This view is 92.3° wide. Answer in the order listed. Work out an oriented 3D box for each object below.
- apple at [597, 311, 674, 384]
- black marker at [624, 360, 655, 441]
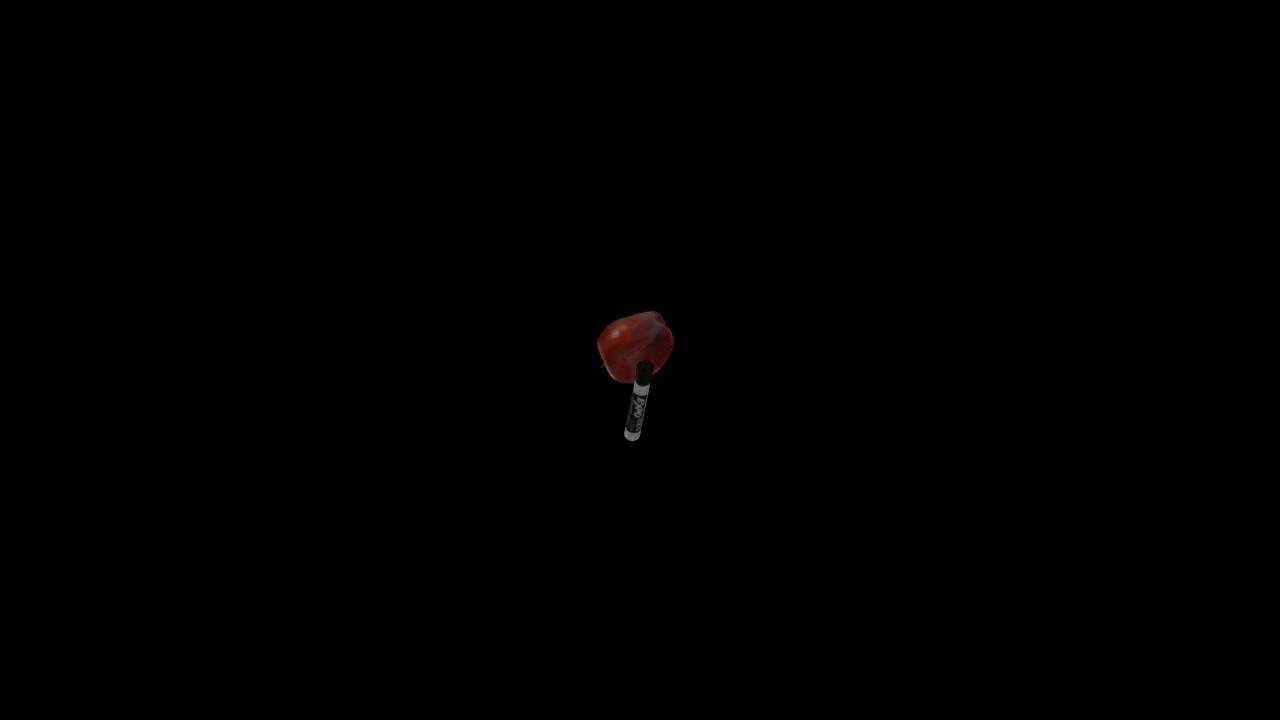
[{"bbox_3d":[-0.006,-0.015,0.725,0.093,0.079,0.079,-29,-3,6],"label":"apple"},{"bbox_3d":[-0.001,0.045,0.670,0.020,0.020,0.121,5,-45,-5],"label":"black marker"}]
